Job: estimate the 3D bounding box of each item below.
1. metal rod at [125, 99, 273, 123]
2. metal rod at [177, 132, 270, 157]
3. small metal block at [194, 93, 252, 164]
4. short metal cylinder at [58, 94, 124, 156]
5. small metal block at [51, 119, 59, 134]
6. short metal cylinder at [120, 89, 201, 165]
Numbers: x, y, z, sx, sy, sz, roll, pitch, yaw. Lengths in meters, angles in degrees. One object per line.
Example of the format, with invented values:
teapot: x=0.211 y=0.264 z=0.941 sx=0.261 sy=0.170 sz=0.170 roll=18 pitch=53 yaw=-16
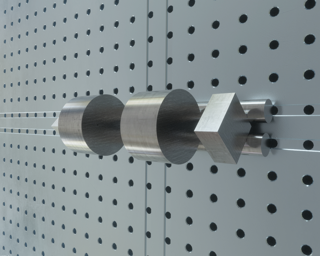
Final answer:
metal rod: x=-0.004 y=-0.020 z=0.413 sx=0.300 sy=0.025 sz=0.025 roll=1 pitch=91 yaw=40
metal rod: x=-0.006 y=0.014 z=0.415 sx=0.300 sy=0.025 sz=0.025 roll=1 pitch=91 yaw=40
small metal block: x=0.065 y=0.001 z=0.310 sx=0.025 sy=0.050 sz=0.050 roll=1 pitch=50 yaw=40
short metal cylinder: x=-0.087 y=-0.004 z=0.417 sx=0.050 sy=0.081 sz=0.079 roll=1 pitch=91 yaw=40
small metal block: x=-0.125 y=-0.004 z=0.467 sx=0.025 sy=0.050 sz=0.050 roll=1 pitch=49 yaw=40
short metal cylinder: x=0.003 y=-0.002 z=0.342 sx=0.050 sy=0.081 sz=0.079 roll=1 pitch=91 yaw=40
